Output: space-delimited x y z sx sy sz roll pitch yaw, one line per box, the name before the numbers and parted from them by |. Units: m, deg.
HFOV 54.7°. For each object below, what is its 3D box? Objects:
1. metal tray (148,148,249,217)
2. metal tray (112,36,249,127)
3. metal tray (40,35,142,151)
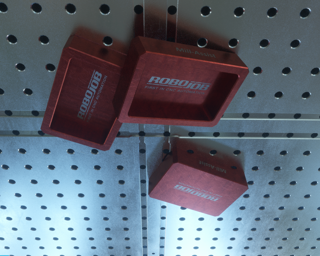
metal tray | 0.058 0.088 0.485 0.131 0.030 0.089 21 127 -18
metal tray | 0.022 -0.045 0.345 0.131 0.030 0.089 3 133 -26
metal tray | -0.084 -0.035 0.376 0.091 0.030 0.129 19 128 -16
